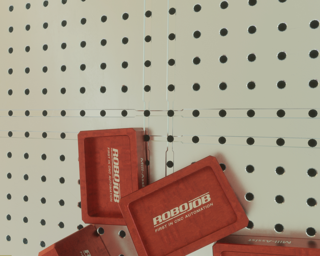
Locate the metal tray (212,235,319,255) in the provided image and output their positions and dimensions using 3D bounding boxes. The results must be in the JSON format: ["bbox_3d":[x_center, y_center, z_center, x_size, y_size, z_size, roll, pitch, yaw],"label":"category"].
[{"bbox_3d":[0.131,0.178,0.363,0.130,0.030,0.090,-4,89,20],"label":"metal tray"}]

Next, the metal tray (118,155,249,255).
[{"bbox_3d":[0.027,0.101,0.373,0.130,0.030,0.090,-26,70,1],"label":"metal tray"}]

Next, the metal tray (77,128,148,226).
[{"bbox_3d":[-0.066,0.066,0.433,0.090,0.030,0.129,-4,89,20],"label":"metal tray"}]

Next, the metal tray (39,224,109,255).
[{"bbox_3d":[-0.095,0.204,0.412,0.030,0.090,0.130,-34,79,17],"label":"metal tray"}]
